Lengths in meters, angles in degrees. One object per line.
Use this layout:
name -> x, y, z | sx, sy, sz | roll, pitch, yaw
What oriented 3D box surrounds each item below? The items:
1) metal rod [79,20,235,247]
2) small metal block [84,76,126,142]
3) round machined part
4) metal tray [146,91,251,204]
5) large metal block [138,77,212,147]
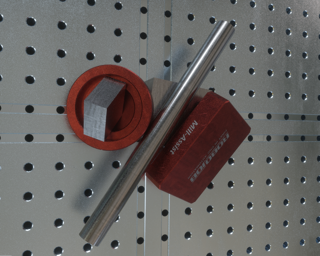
metal rod -> 0.004, -0.003, 0.361 | 0.025, 0.025, 0.300 | 36, 78, -17
small metal block -> -0.062, -0.022, 0.347 | 0.025, 0.050, 0.050 | 20, 44, 6
round machined part -> -0.056, -0.024, 0.370 | 0.099, 0.042, 0.097 | 0, 93, 5
metal tray -> 0.052, 0.029, 0.395 | 0.130, 0.030, 0.090 | -52, 139, 1
large metal block -> 0.015, -0.015, 0.406 | 0.081, 0.050, 0.080 | 10, 87, -20
